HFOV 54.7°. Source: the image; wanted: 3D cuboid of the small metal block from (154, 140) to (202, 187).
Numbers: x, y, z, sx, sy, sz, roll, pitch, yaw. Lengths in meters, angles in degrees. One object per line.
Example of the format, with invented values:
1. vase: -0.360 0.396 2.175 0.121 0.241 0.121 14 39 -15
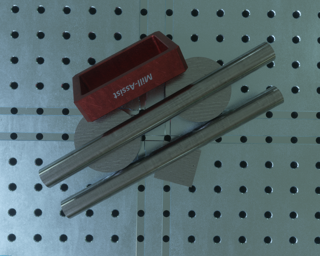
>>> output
1. small metal block: 0.023 0.046 0.413 0.050 0.025 0.050 15 90 -1

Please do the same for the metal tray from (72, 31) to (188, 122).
1. metal tray: -0.041 -0.067 0.379 0.130 0.090 0.030 -29 122 -1

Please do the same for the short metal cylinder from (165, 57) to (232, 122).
1. short metal cylinder: 0.047 -0.047 0.402 0.081 0.050 0.079 0 90 -1

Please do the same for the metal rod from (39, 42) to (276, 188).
1. metal rod: -0.003 -0.016 0.362 0.301 0.025 0.025 -30 90 -1

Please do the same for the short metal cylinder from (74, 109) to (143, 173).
1. short metal cylinder: -0.064 0.014 0.400 0.081 0.050 0.079 0 90 -1

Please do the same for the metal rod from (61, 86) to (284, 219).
1. metal rod: 0.016 0.030 0.387 0.301 0.025 0.025 -29 90 -1
